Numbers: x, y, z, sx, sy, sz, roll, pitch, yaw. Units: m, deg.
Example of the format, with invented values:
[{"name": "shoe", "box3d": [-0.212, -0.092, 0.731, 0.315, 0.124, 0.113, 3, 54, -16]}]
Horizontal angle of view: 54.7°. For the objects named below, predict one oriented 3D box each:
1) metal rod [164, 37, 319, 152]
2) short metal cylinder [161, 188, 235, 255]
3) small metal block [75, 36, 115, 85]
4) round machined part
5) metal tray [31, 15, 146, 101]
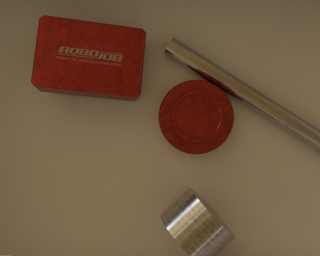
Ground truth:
[{"name": "metal rod", "box3d": [0.139, -0.030, 0.413, 0.301, 0.025, 0.025, 32, 90, -1]}, {"name": "short metal cylinder", "box3d": [0.047, 0.121, 0.385, 0.050, 0.080, 0.080, -43, 91, 0]}, {"name": "small metal block", "box3d": [-0.091, -0.085, 0.410, 0.050, 0.025, 0.050, -26, 90, 0]}, {"name": "round machined part", "box3d": [0.047, -0.014, 0.404, 0.099, 0.042, 0.097, 0, 90, -1]}, {"name": "metal tray", "box3d": [-0.087, -0.086, 0.395, 0.131, 0.030, 0.090, 5, 83, -8]}]
